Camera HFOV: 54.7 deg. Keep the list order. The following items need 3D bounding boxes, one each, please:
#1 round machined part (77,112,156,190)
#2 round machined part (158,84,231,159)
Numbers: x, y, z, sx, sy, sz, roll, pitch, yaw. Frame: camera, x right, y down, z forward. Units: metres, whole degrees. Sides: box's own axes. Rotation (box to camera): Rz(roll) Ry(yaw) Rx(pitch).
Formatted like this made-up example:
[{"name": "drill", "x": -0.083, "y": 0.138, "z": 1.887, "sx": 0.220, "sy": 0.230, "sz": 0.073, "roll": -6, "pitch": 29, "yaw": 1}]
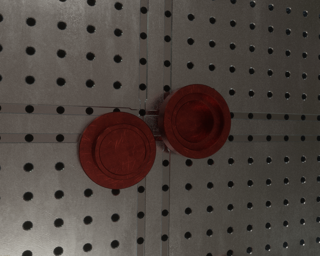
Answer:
[{"name": "round machined part", "x": -0.051, "y": 0.028, "z": 0.386, "sx": 0.099, "sy": 0.042, "sz": 0.097, "roll": 0, "pitch": 90, "yaw": -21}, {"name": "round machined part", "x": 0.043, "y": -0.009, "z": 0.421, "sx": 0.099, "sy": 0.042, "sz": 0.097, "roll": 0, "pitch": 90, "yaw": -21}]
